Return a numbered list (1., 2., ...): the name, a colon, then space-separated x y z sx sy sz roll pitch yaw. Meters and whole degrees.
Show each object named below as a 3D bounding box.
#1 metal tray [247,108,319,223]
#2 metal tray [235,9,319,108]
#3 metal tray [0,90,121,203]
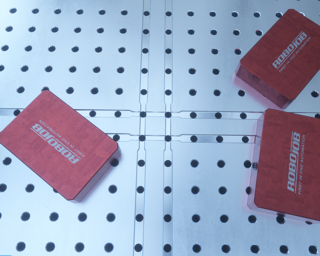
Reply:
1. metal tray: 0.168 0.046 0.394 0.090 0.030 0.130 12 70 4
2. metal tray: 0.185 -0.103 0.449 0.090 0.030 0.130 40 74 13
3. metal tray: -0.128 0.022 0.400 0.130 0.030 0.090 36 74 12
